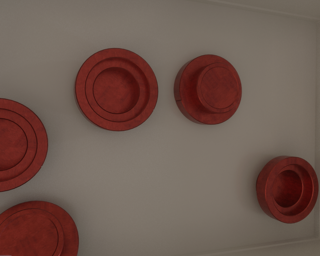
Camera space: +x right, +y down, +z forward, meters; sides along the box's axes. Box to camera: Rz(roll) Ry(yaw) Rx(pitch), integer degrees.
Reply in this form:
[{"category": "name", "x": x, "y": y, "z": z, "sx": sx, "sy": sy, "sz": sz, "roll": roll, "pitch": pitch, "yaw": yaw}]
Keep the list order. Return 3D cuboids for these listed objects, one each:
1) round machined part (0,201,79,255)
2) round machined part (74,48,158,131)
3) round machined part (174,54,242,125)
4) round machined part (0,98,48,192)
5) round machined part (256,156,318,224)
[{"category": "round machined part", "x": -0.137, "y": 0.124, "z": 0.328, "sx": 0.099, "sy": 0.042, "sz": 0.098, "roll": 7, "pitch": 58, "yaw": -12}, {"category": "round machined part", "x": -0.055, "y": -0.045, "z": 0.381, "sx": 0.099, "sy": 0.042, "sz": 0.097, "roll": 0, "pitch": 90, "yaw": -20}, {"category": "round machined part", "x": 0.072, "y": -0.053, "z": 0.428, "sx": 0.099, "sy": 0.042, "sz": 0.097, "roll": 0, "pitch": 90, "yaw": -20}, {"category": "round machined part", "x": -0.174, "y": 0.018, "z": 0.337, "sx": 0.099, "sy": 0.042, "sz": 0.097, "roll": 0, "pitch": 90, "yaw": -20}, {"category": "round machined part", "x": 0.187, "y": 0.090, "z": 0.470, "sx": 0.099, "sy": 0.042, "sz": 0.097, "roll": 0, "pitch": 90, "yaw": -20}]
